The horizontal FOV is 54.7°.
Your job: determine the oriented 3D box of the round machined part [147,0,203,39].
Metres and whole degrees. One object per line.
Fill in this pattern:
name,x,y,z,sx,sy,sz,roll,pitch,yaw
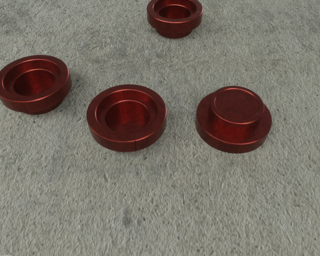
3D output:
round machined part,0.026,-0.198,0.559,0.099,0.042,0.098,0,50,0

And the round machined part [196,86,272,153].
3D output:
round machined part,0.098,-0.018,0.408,0.099,0.042,0.098,0,50,0

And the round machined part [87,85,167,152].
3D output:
round machined part,-0.041,-0.008,0.399,0.099,0.042,0.098,0,50,0

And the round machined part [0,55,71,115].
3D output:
round machined part,-0.175,-0.057,0.439,0.099,0.042,0.098,0,50,0
